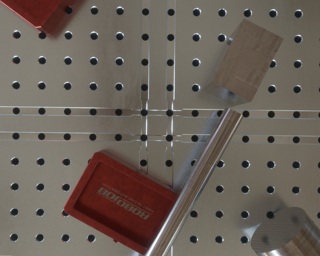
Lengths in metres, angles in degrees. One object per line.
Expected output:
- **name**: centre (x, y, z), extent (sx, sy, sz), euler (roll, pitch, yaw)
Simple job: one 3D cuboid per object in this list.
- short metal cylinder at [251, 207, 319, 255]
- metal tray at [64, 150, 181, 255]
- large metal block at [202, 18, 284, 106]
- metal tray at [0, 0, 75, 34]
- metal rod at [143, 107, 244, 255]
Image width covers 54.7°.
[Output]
- **short metal cylinder**: centre (0.162, 0.145, 0.387), extent (0.080, 0.080, 0.050), euler (-39, 90, 0)
- **metal tray**: centre (-0.046, 0.098, 0.410), extent (0.130, 0.030, 0.090), euler (29, 90, 0)
- **large metal block**: centre (0.098, -0.076, 0.387), extent (0.050, 0.080, 0.080), euler (27, 90, 0)
- **metal tray**: centre (-0.179, -0.199, 0.409), extent (0.130, 0.030, 0.090), euler (37, 90, 0)
- **metal rod**: centre (0.019, 0.111, 0.383), extent (0.025, 0.025, 0.299), euler (29, 90, 0)
